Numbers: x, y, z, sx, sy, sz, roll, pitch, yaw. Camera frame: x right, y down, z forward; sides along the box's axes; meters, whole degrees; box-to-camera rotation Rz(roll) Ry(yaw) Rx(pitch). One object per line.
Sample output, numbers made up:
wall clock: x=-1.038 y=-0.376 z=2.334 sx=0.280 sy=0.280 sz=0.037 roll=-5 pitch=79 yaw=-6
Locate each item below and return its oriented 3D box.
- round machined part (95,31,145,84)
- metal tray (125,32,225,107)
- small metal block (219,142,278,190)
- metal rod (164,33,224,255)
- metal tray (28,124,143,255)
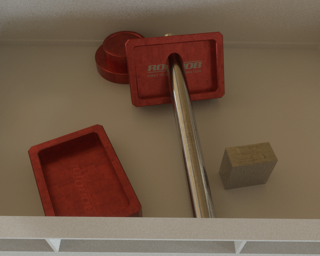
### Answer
round machined part: x=-0.054 y=-0.118 z=0.492 sx=0.099 sy=0.042 sz=0.098 roll=0 pitch=50 yaw=0
metal tray: x=0.021 y=-0.082 z=0.431 sx=0.131 sy=0.089 sz=0.030 roll=-7 pitch=16 yaw=-6
small metal block: x=0.099 y=0.044 z=0.353 sx=0.050 sy=0.050 sz=0.025 roll=-7 pitch=51 yaw=-6
metal rod: x=0.032 y=-0.004 z=0.380 sx=0.025 sy=0.025 sz=0.299 roll=-5 pitch=59 yaw=-5
metal tray: x=-0.086 y=0.062 z=0.348 sx=0.091 sy=0.030 sz=0.130 roll=-20 pitch=53 yaw=-17
